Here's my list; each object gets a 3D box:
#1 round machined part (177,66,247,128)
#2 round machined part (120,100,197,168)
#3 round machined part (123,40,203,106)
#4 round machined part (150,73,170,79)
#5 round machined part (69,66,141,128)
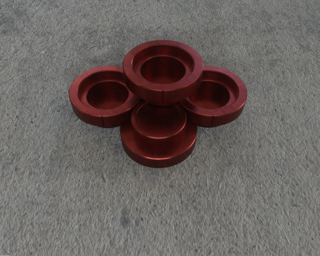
[{"bbox_3d":[0.066,-0.039,0.427,0.099,0.042,0.098,0,50,0],"label":"round machined part"},{"bbox_3d":[-0.002,-0.001,0.394,0.099,0.042,0.098,0,50,0],"label":"round machined part"},{"bbox_3d":[0.004,-0.066,0.394,0.099,0.042,0.098,0,50,0],"label":"round machined part"},{"bbox_3d":[-0.001,-0.077,0.458,0.099,0.042,0.098,0,50,0],"label":"round machined part"},{"bbox_3d":[-0.070,-0.038,0.425,0.099,0.042,0.098,0,50,0],"label":"round machined part"}]
